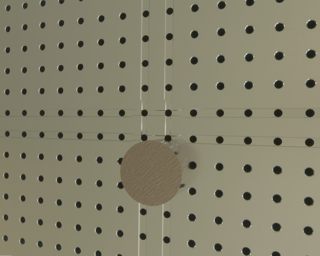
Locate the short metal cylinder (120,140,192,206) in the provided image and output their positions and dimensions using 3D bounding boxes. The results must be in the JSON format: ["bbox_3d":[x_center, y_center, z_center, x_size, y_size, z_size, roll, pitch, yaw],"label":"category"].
[{"bbox_3d":[-0.004,0.055,0.400,0.080,0.050,0.079,0,90,19],"label":"short metal cylinder"}]
